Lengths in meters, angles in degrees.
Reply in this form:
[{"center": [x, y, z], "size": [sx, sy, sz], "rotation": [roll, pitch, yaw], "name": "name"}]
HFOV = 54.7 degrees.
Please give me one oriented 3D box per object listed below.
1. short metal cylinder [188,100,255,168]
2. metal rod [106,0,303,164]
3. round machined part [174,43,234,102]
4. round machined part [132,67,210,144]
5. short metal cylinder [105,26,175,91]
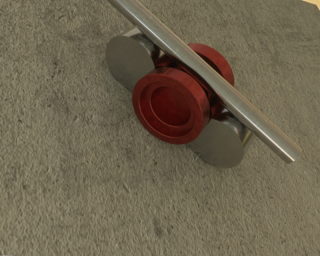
[{"center": [0.082, 0.007, 0.412], "size": [0.080, 0.080, 0.050], "rotation": [43, 51, 1], "name": "short metal cylinder"}, {"center": [0.050, -0.067, 0.373], "size": [0.300, 0.025, 0.025], "rotation": [42, 51, 0], "name": "metal rod"}, {"center": [0.047, -0.062, 0.424], "size": [0.098, 0.098, 0.042], "rotation": [43, 55, 1], "name": "round machined part"}, {"center": [0.017, -0.031, 0.387], "size": [0.098, 0.097, 0.042], "rotation": [43, 47, 1], "name": "round machined part"}, {"center": [-0.025, -0.094, 0.415], "size": [0.080, 0.080, 0.050], "rotation": [43, 51, 1], "name": "short metal cylinder"}]
